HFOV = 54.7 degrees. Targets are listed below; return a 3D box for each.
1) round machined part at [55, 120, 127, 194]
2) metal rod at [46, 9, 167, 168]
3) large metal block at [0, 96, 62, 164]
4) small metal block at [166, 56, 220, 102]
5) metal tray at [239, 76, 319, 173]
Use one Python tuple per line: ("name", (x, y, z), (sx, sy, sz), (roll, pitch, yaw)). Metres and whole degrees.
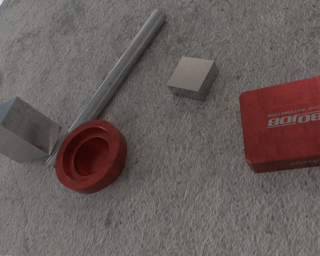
("round machined part", (-0.086, 0.041, 0.413), (0.098, 0.042, 0.098), (-13, 56, 21))
("metal rod", (-0.077, -0.067, 0.485), (0.025, 0.025, 0.300), (22, 73, 36))
("large metal block", (-0.210, 0.007, 0.461), (0.080, 0.080, 0.050), (-16, 47, 35))
("small metal block", (0.045, -0.067, 0.422), (0.050, 0.025, 0.050), (17, 70, 34))
("metal tray", (0.155, -0.007, 0.324), (0.130, 0.030, 0.090), (-11, 57, 22))
